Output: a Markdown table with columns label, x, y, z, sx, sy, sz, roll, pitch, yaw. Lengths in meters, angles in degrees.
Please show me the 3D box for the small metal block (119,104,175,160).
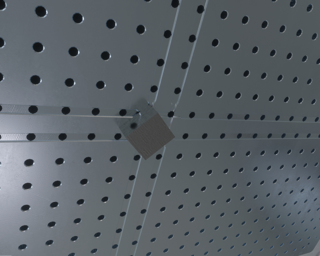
| label | x | y | z | sx | sy | sz | roll | pitch | yaw |
| --- | --- | --- | --- | --- | --- | --- | --- | --- | --- |
| small metal block | -0.016 | 0.006 | 0.405 | 0.050 | 0.025 | 0.050 | -38 | 129 | -3 |
